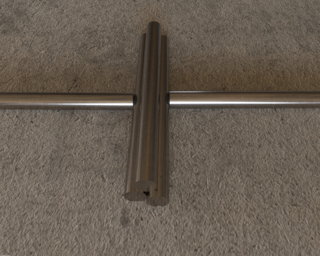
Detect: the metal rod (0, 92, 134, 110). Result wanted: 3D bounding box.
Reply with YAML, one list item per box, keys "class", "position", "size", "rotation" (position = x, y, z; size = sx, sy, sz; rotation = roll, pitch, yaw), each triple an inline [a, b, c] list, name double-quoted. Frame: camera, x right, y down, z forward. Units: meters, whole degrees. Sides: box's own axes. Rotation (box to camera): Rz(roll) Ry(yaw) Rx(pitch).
- class: "metal rod"
  position: [-0.188, -0.038, 0.434]
  size: [0.302, 0.025, 0.025]
  rotation: [0, 50, 0]

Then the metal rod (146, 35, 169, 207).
- class: "metal rod"
  position: [0.000, -0.034, 0.434]
  size: [0.025, 0.025, 0.300]
  rotation: [1, 50, 0]

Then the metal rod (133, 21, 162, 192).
- class: "metal rod"
  position: [-0.013, -0.053, 0.423]
  size: [0.025, 0.025, 0.300]
  rotation: [1, 50, 0]

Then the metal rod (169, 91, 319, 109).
- class: "metal rod"
  position: [0.164, -0.040, 0.440]
  size: [0.302, 0.025, 0.025]
  rotation: [0, 50, -1]

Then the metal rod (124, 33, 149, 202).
- class: "metal rod"
  position: [-0.024, -0.039, 0.438]
  size: [0.025, 0.025, 0.300]
  rotation: [1, 50, 0]
